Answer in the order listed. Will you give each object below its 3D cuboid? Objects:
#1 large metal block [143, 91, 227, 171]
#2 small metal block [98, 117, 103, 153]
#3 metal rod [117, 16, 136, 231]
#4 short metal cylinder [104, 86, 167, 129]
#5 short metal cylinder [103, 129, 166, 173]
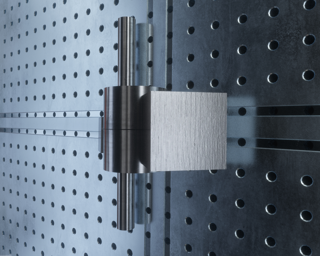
[{"bbox_3d":[0.025,0.003,0.338,0.050,0.081,0.079,-175,85,-78],"label":"large metal block"},{"bbox_3d":[-0.075,0.010,0.452,0.050,0.025,0.050,180,91,-75],"label":"small metal block"},{"bbox_3d":[-0.048,-0.006,0.443,0.025,0.025,0.298,1,90,40],"label":"metal rod"},{"bbox_3d":[-0.031,-0.024,0.393,0.080,0.081,0.050,1,91,40],"label":"short metal cylinder"},{"bbox_3d":[-0.031,0.027,0.394,0.080,0.081,0.050,1,91,40],"label":"short metal cylinder"}]
